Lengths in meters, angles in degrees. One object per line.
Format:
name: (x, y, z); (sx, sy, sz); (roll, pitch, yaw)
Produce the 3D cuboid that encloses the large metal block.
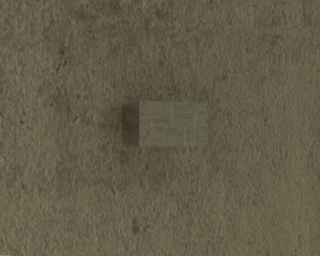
large metal block: (0.002, -0.005, 0.380); (0.081, 0.080, 0.050); (0, 90, -20)
